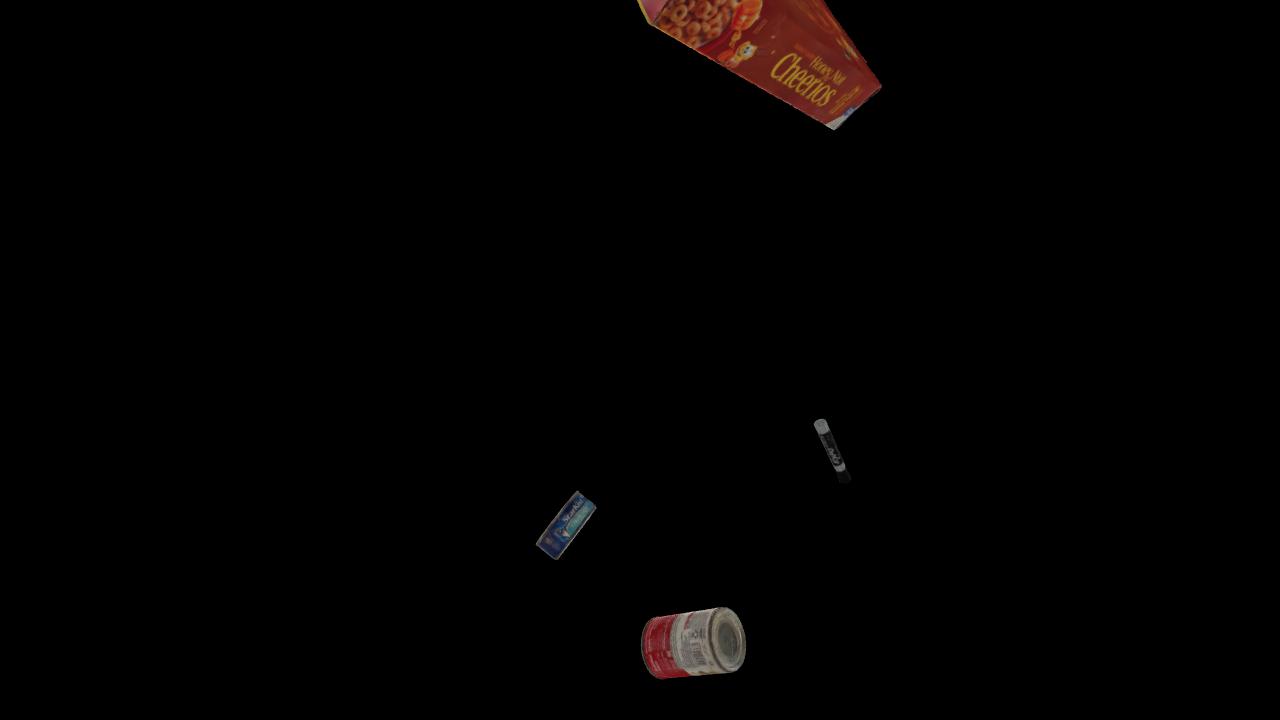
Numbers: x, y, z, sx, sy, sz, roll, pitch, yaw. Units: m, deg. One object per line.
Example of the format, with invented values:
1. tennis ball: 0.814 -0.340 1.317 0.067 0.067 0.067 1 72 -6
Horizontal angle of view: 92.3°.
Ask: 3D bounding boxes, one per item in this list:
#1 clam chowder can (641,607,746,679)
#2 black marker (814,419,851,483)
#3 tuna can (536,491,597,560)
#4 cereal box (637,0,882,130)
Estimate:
1. clam chowder can: 0.060 0.321 0.698 0.102 0.068 0.068 -27 -16 35
2. black marker: 0.290 0.139 0.922 0.020 0.121 0.020 -25 24 12
3. tuna can: -0.092 0.208 0.773 0.034 0.084 0.084 37 4 6
4. cereal box: 0.107 -0.374 0.634 0.306 0.203 0.081 3 -32 -44
